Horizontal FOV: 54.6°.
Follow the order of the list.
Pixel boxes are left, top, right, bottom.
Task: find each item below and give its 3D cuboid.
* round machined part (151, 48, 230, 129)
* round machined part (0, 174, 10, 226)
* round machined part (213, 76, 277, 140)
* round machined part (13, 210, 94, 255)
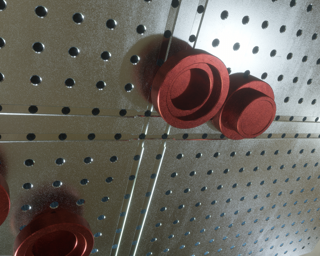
[{"bbox_3d":[0.034,-0.051,0.386,0.099,0.042,0.097,-14,124,-21],"label":"round machined part"},{"bbox_3d":[-0.214,0.074,0.329,0.099,0.042,0.097,-14,124,-21],"label":"round machined part"},{"bbox_3d":[0.130,-0.024,0.456,0.099,0.042,0.097,-14,124,-21],"label":"round machined part"},{"bbox_3d":[-0.142,0.150,0.415,0.099,0.042,0.097,-14,124,-21],"label":"round machined part"}]
